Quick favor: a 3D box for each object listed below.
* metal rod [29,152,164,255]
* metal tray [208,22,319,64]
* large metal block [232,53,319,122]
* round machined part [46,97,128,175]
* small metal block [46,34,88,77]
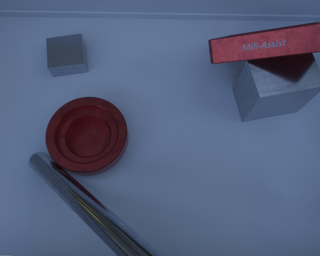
[{"bbox_3d":[-0.053,0.091,0.297,0.300,0.025,0.025,26,69,41],"label":"metal rod"},{"bbox_3d":[0.137,-0.108,0.391,0.130,0.090,0.030,-1,108,27],"label":"metal tray"},{"bbox_3d":[0.148,-0.051,0.401,0.081,0.080,0.050,-11,71,-4],"label":"large metal block"},{"bbox_3d":[-0.089,0.013,0.395,0.099,0.042,0.098,0,70,-1],"label":"round machined part"},{"bbox_3d":[-0.133,-0.105,0.446,0.050,0.025,0.050,-9,70,-4],"label":"small metal block"}]
